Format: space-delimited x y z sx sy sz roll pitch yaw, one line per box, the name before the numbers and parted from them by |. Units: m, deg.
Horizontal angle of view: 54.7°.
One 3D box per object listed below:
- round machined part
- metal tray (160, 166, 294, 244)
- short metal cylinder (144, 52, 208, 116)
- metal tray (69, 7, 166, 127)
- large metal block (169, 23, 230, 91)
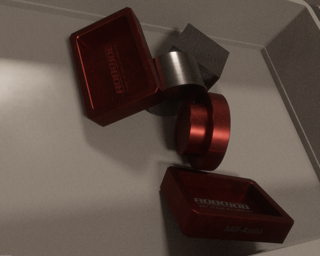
round machined part | 0.047 0.003 0.386 0.042 0.097 0.098 7 58 -12
metal tray | 0.075 0.088 0.359 0.131 0.030 0.090 12 19 -22
short metal cylinder | 0.018 -0.057 0.417 0.081 0.080 0.050 0 62 -29
metal tray | -0.056 -0.077 0.385 0.090 0.030 0.130 -22 67 10
large metal block | 0.053 -0.104 0.478 0.080 0.050 0.080 34 45 -6
